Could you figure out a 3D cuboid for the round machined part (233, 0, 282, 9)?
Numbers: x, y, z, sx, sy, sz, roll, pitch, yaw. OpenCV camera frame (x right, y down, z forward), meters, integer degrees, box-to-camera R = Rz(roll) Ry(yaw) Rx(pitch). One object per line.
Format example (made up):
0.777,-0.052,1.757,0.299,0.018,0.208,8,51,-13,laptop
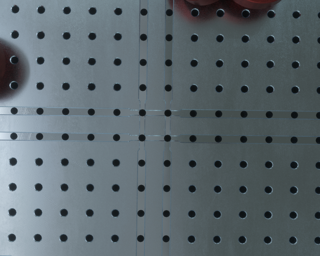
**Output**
0.127,-0.204,0.406,0.099,0.042,0.097,0,90,-1,round machined part

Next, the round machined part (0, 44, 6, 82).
-0.249,-0.084,0.402,0.099,0.042,0.097,0,90,-1,round machined part

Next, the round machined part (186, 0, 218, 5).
0.050,-0.207,0.380,0.098,0.042,0.097,0,89,37,round machined part
